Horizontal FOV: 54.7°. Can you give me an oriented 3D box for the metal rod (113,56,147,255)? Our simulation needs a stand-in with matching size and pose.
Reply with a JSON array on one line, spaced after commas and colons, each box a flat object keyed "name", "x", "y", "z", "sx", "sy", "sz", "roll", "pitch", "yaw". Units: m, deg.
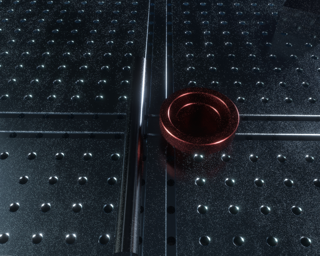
[{"name": "metal rod", "x": -0.033, "y": 0.010, "z": 0.398, "sx": 0.025, "sy": 0.025, "sz": 0.300, "roll": 0, "pitch": 50, "yaw": 0}]

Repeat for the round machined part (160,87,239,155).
[{"name": "round machined part", "x": 0.049, "y": -0.005, "z": 0.401, "sx": 0.099, "sy": 0.042, "sz": 0.098, "roll": 0, "pitch": 50, "yaw": 0}]

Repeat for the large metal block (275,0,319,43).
[{"name": "large metal block", "x": 0.269, "y": -0.209, "z": 0.569, "sx": 0.080, "sy": 0.050, "sz": 0.080, "roll": 22, "pitch": 54, "yaw": 17}]
